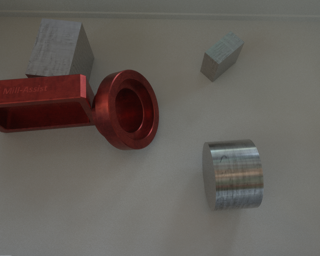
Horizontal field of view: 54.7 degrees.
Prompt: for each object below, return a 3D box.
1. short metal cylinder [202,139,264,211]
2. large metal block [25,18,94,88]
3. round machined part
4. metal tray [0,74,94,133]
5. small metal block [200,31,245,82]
[{"bbox_3d":[0.082,0.054,0.362,0.050,0.080,0.080,-4,70,-2],"label":"short metal cylinder"},{"bbox_3d":[-0.127,-0.084,0.410,0.050,0.080,0.080,6,70,2],"label":"large metal block"},{"bbox_3d":[-0.046,-0.021,0.387,0.042,0.098,0.098,-7,66,33],"label":"round machined part"},{"bbox_3d":[-0.149,-0.027,0.383,0.131,0.090,0.030,-5,70,-2],"label":"metal tray"},{"bbox_3d":[0.086,-0.099,0.434,0.050,0.050,0.025,-41,75,-14],"label":"small metal block"}]
